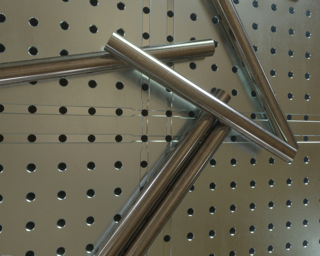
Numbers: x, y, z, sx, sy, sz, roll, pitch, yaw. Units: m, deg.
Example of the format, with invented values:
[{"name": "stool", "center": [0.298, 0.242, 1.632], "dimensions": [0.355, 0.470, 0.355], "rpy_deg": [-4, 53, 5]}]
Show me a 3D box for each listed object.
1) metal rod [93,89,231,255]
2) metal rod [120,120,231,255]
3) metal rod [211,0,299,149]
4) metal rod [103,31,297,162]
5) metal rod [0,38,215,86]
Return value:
[{"name": "metal rod", "center": [0.002, 0.068, 0.413], "dimensions": [0.025, 0.025, 0.300], "rpy_deg": [41, 77, -16]}, {"name": "metal rod", "center": [0.005, 0.110, 0.414], "dimensions": [0.025, 0.025, 0.300], "rpy_deg": [41, 77, -16]}, {"name": "metal rod", "center": [0.136, -0.096, 0.461], "dimensions": [0.025, 0.025, 0.299], "rpy_deg": [-32, 101, -17]}, {"name": "metal rod", "center": [0.065, -0.032, 0.408], "dimensions": [0.301, 0.025, 0.025], "rpy_deg": [29, 80, -18]}, {"name": "metal rod", "center": [-0.068, -0.084, 0.387], "dimensions": [0.302, 0.025, 0.025], "rpy_deg": [-12, 94, -20]}]
